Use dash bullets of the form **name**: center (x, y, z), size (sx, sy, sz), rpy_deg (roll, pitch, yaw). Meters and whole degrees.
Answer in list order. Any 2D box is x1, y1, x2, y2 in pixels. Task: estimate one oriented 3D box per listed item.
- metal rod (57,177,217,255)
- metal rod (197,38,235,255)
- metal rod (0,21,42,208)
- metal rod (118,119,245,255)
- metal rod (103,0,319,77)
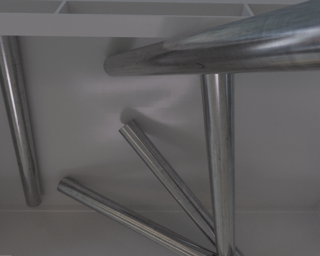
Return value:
- **metal rod**: center (-0.019, 0.144, 0.446), size (0.301, 0.025, 0.025), rpy_deg (23, 132, 15)
- **metal rod**: center (0.062, 0.053, 0.310), size (0.025, 0.025, 0.298), rpy_deg (-7, 132, 6)
- **metal rod**: center (-0.185, 0.008, 0.413), size (0.025, 0.025, 0.298), rpy_deg (6, 130, -6)
- **metal rod**: center (0.048, 0.112, 0.425), size (0.025, 0.025, 0.300), rpy_deg (-36, 97, 26)
- **metal rod**: center (0.008, -0.050, 0.218), size (0.025, 0.300, 0.025), rpy_deg (-4, 100, -23)
